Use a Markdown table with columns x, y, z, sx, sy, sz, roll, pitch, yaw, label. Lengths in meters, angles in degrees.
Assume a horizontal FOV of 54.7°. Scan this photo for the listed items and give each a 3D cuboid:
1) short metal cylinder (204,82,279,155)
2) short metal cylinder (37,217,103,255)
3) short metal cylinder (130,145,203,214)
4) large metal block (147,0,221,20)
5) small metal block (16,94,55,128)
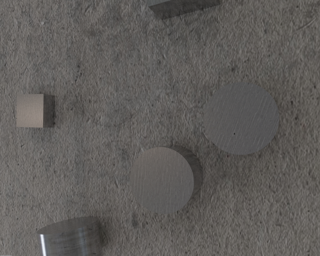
| x | y | z | sx | sy | sz | roll | pitch | yaw | label |
| --- | --- | --- | --- | --- | --- | --- | --- | --- | --- |
| 0.096 | -0.011 | 0.362 | 0.080 | 0.050 | 0.080 | 0 | 90 | 20 | short metal cylinder |
| -0.122 | 0.157 | 0.423 | 0.080 | 0.080 | 0.050 | -10 | 87 | 19 | short metal cylinder |
| 0.010 | 0.062 | 0.392 | 0.080 | 0.050 | 0.080 | 0 | 90 | 20 | short metal cylinder |
| 0.026 | -0.192 | 0.386 | 0.080 | 0.050 | 0.080 | -8 | 87 | 19 | large metal block |
| -0.191 | -0.026 | 0.476 | 0.050 | 0.025 | 0.050 | 1 | 91 | 20 | small metal block |
